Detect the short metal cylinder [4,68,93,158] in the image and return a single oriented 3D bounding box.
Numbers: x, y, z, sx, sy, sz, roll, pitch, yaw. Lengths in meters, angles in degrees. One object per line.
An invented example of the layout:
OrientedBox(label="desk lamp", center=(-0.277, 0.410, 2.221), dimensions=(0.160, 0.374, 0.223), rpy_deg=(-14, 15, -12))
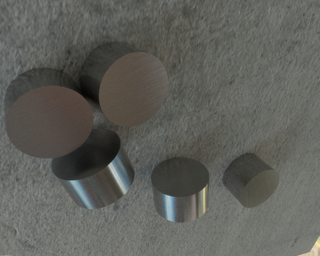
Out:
OrientedBox(label="short metal cylinder", center=(-0.115, -0.016, 0.319), dimensions=(0.081, 0.050, 0.079), rpy_deg=(-14, 125, -21))

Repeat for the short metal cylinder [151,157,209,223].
OrientedBox(label="short metal cylinder", center=(0.030, 0.087, 0.443), dimensions=(0.081, 0.080, 0.050), rpy_deg=(-18, 126, -19))

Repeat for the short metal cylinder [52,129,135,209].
OrientedBox(label="short metal cylinder", center=(-0.076, 0.046, 0.359), dimensions=(0.080, 0.080, 0.050), rpy_deg=(-28, 128, -11))

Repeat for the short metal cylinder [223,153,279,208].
OrientedBox(label="short metal cylinder", center=(0.157, 0.090, 0.535), dimensions=(0.081, 0.050, 0.079), rpy_deg=(-14, 125, -21))

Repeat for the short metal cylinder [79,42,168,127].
OrientedBox(label="short metal cylinder", center=(-0.039, -0.048, 0.334), dimensions=(0.081, 0.050, 0.079), rpy_deg=(-18, 123, -29))
